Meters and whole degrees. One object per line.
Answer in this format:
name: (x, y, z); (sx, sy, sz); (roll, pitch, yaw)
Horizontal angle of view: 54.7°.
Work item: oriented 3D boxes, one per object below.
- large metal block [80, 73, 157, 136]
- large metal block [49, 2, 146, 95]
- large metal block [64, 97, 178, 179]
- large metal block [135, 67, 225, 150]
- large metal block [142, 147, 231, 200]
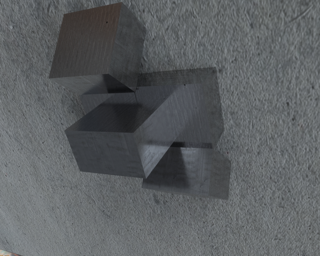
large metal block: (-0.047, -0.022, 0.399); (0.080, 0.050, 0.079); (1, 119, 27)
large metal block: (-0.068, -0.085, 0.347); (0.080, 0.050, 0.080); (1, 75, 28)
large metal block: (-0.037, 0.006, 0.331); (0.080, 0.080, 0.050); (1, 119, 27)
large metal block: (0.025, -0.022, 0.362); (0.080, 0.050, 0.079); (1, 119, 27)
large metal block: (0.036, 0.056, 0.380); (0.080, 0.080, 0.050); (1, 75, 27)
